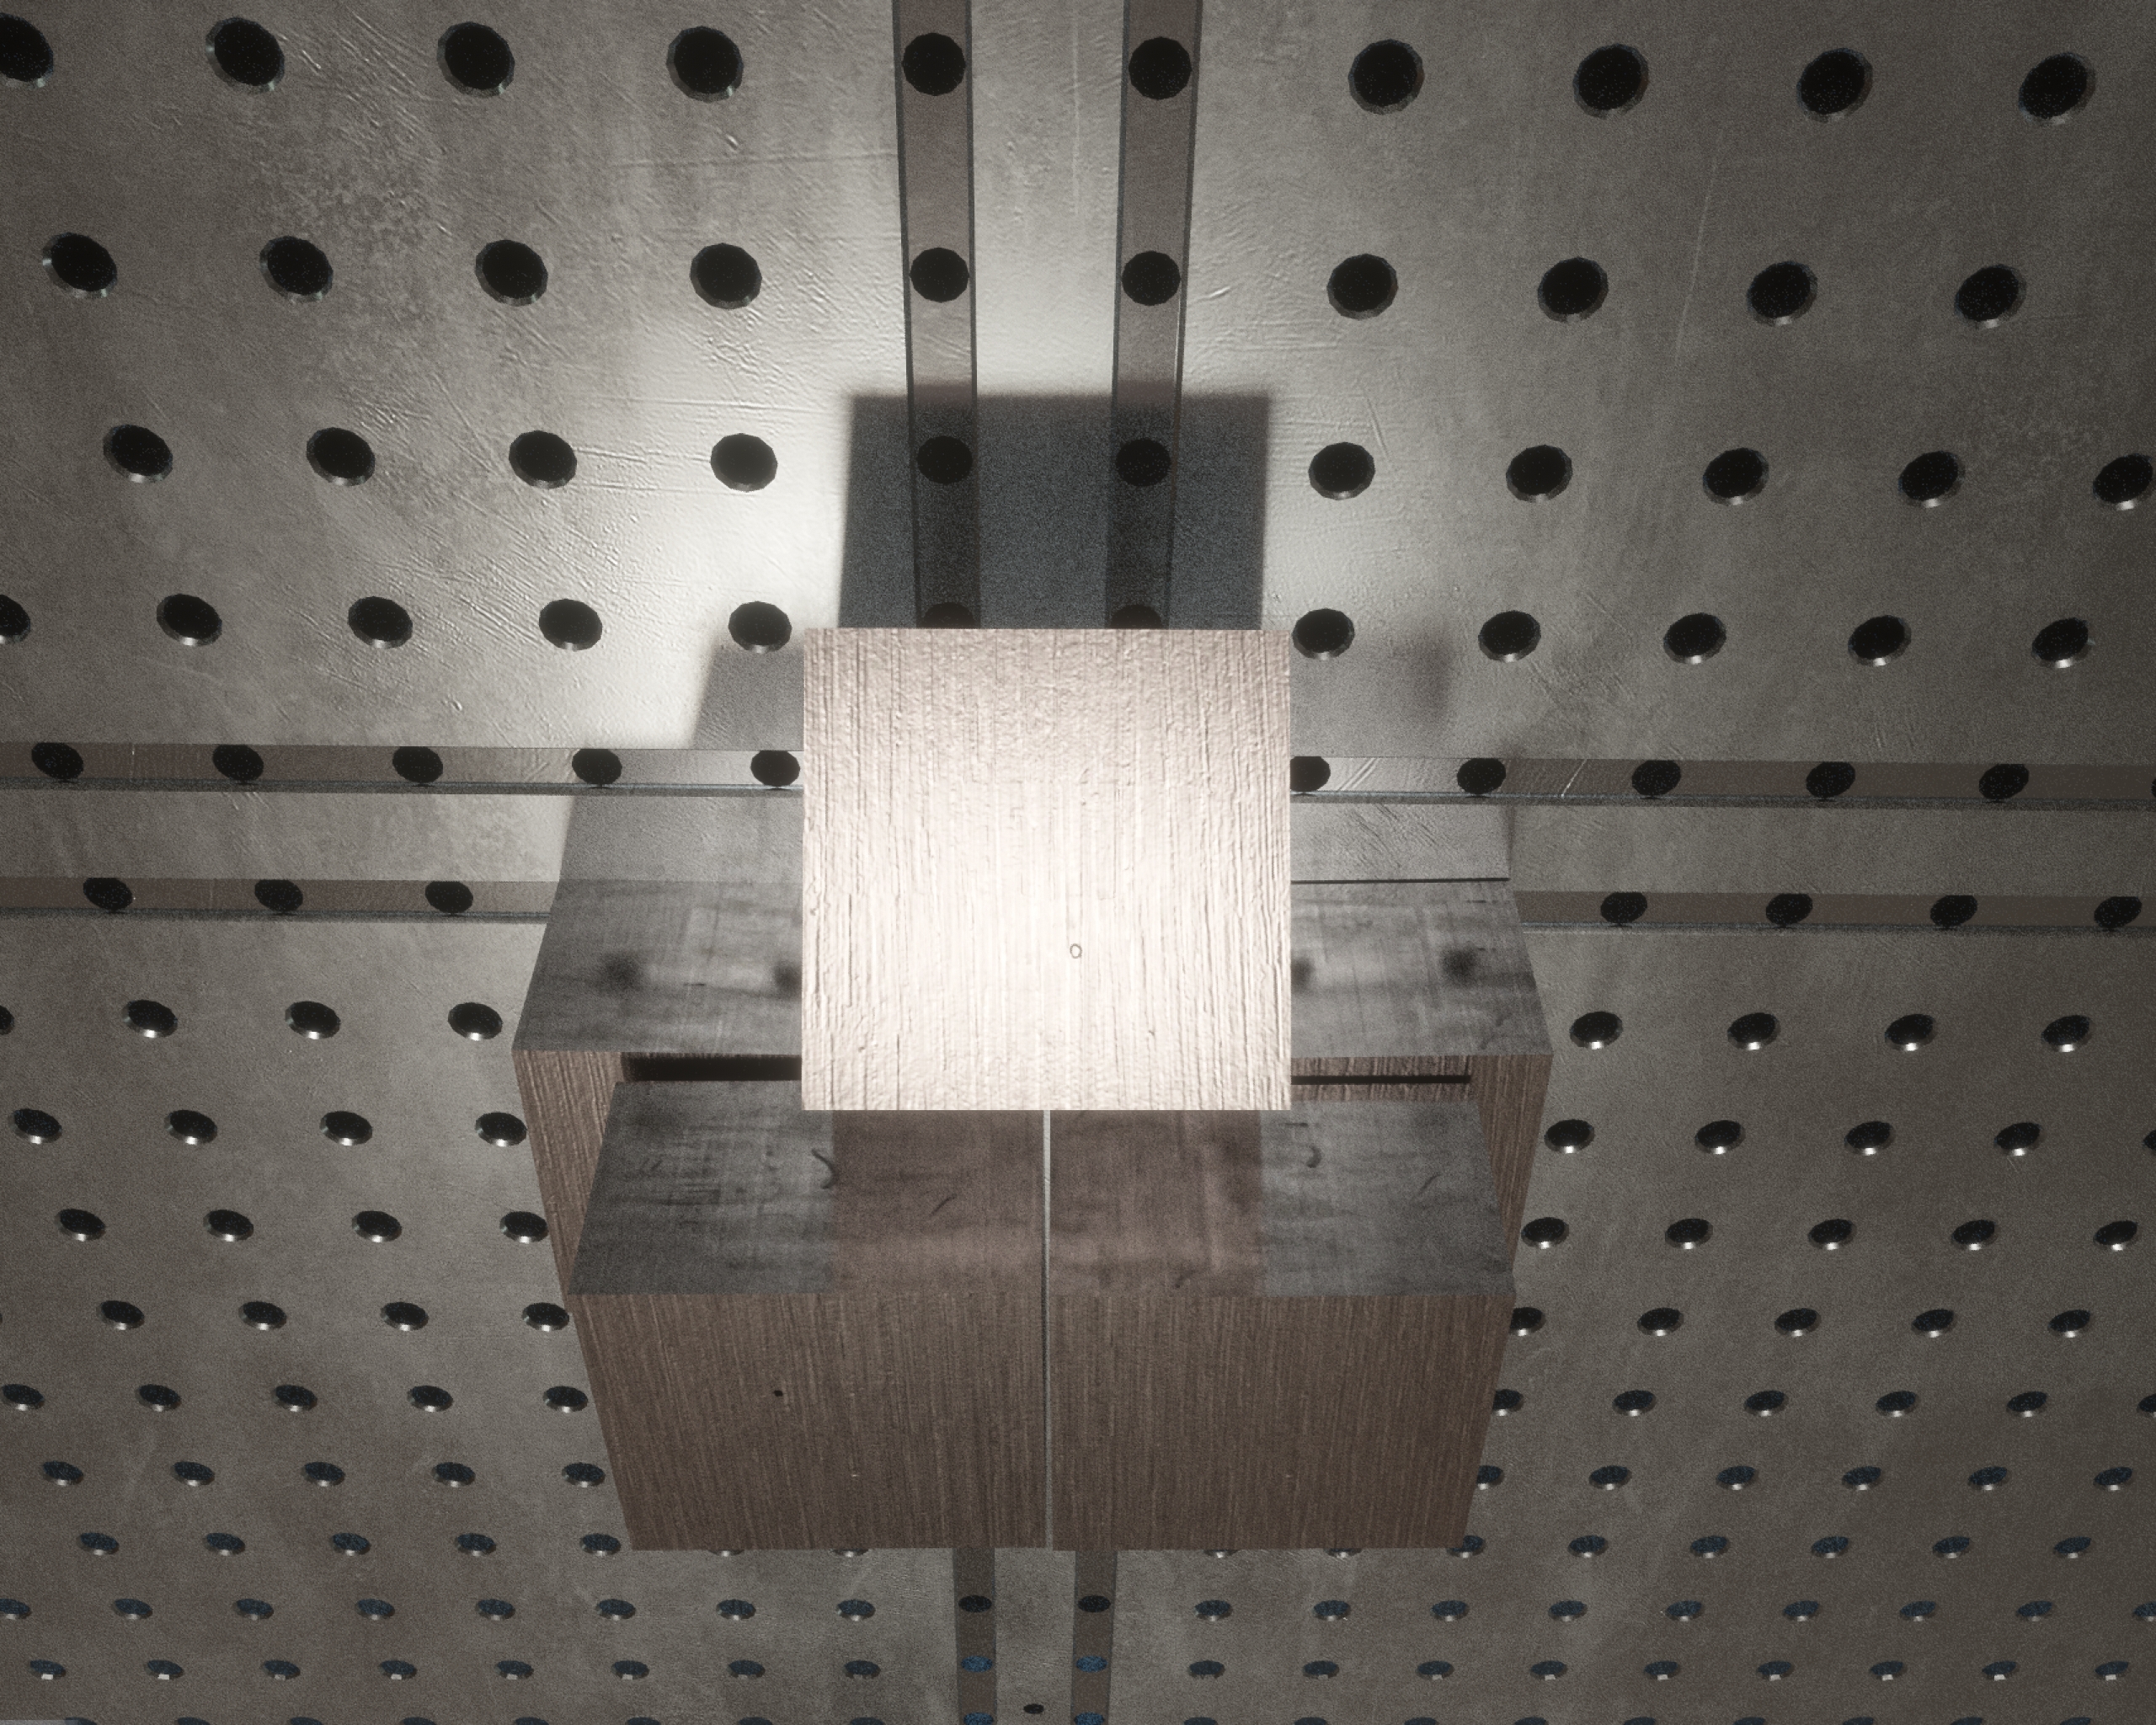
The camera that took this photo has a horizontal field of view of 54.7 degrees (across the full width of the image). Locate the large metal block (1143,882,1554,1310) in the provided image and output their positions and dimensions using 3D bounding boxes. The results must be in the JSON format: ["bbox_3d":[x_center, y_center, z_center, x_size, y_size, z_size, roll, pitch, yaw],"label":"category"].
[{"bbox_3d":[0.050,0.051,0.439,0.081,0.050,0.079,-1,130,0],"label":"large metal block"}]

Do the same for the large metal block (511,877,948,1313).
[{"bbox_3d":[-0.068,0.050,0.438,0.081,0.050,0.079,1,130,-2],"label":"large metal block"}]

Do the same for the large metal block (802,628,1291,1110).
[{"bbox_3d":[-0.005,0.002,0.370,0.081,0.050,0.080,0,88,-1],"label":"large metal block"}]

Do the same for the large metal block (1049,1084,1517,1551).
[{"bbox_3d":[0.035,0.089,0.403,0.081,0.050,0.079,0,130,-1],"label":"large metal block"}]

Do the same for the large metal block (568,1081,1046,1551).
[{"bbox_3d":[-0.047,0.087,0.400,0.081,0.050,0.079,0,130,-1],"label":"large metal block"}]
